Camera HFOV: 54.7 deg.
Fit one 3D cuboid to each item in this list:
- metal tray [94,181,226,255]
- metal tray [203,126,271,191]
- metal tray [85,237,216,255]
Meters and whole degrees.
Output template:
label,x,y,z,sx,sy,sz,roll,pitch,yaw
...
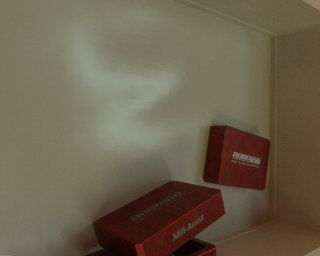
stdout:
label,x,y,z,sx,sy,sz,roll,pitch,yaw
metal tray,0.002,0.106,0.365,0.131,0.090,0.030,-20,103,-38
metal tray,0.131,0.052,0.513,0.131,0.030,0.090,15,81,-39
metal tray,-0.010,0.157,0.356,0.131,0.090,0.030,-4,93,-40
